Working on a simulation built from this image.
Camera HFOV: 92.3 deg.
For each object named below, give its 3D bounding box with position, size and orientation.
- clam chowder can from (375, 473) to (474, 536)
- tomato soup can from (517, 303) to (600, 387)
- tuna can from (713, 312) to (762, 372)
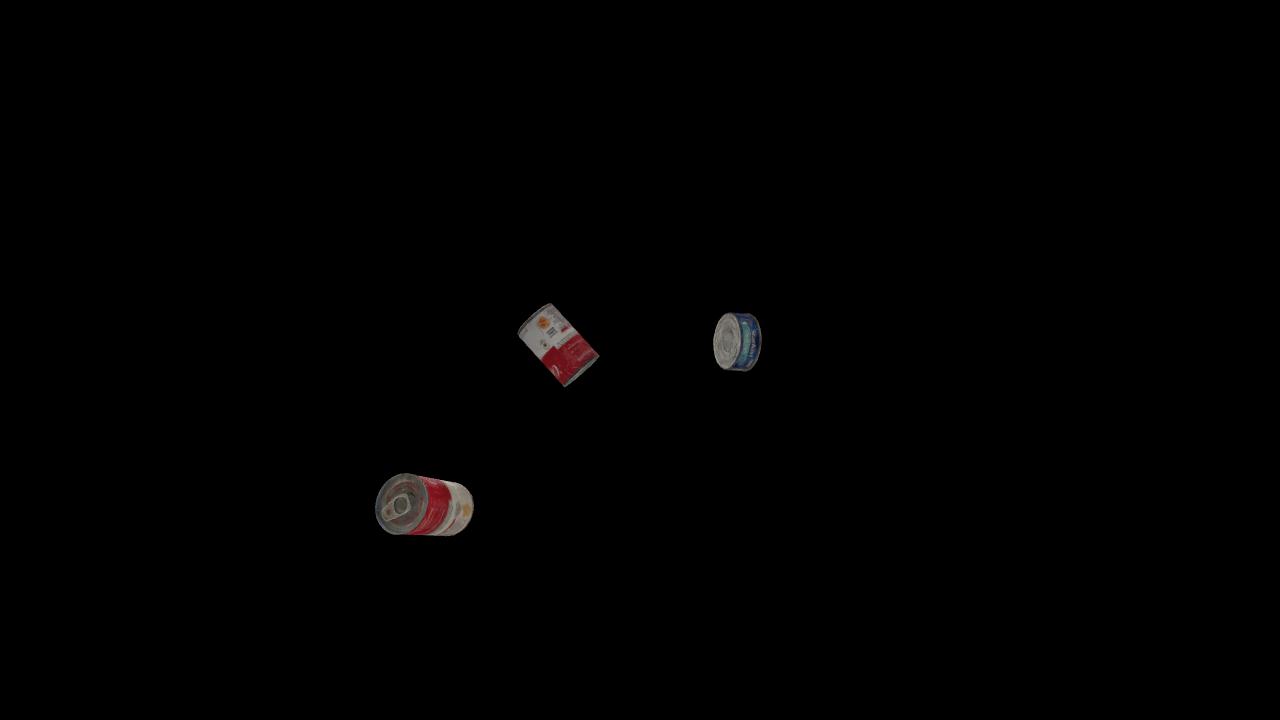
[{"bbox_3d":[-0.251,0.174,0.729,0.068,0.068,0.102,0,-17,17],"label":"clam chowder can"},{"bbox_3d":[-0.115,-0.021,0.860,0.068,0.101,0.068,-42,-1,-1],"label":"tomato soup can"},{"bbox_3d":[0.137,-0.026,0.879,0.034,0.084,0.084,3,-1,-21],"label":"tuna can"}]
